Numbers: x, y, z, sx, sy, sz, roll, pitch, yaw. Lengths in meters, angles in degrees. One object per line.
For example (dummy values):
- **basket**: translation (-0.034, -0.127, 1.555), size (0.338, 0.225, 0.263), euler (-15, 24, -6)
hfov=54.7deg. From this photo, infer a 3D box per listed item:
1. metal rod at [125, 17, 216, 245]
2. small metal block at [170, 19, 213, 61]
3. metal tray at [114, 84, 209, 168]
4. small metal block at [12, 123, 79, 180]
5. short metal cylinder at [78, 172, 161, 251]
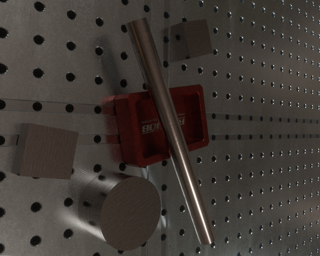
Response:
- **metal rod**: translation (0.019, 0.016, 0.387), size (0.025, 0.025, 0.298), euler (-30, 109, -36)
- **small metal block**: translation (0.047, -0.128, 0.451), size (0.050, 0.025, 0.050), euler (-23, 105, -38)
- **metal tray**: translation (0.008, -0.007, 0.414), size (0.131, 0.030, 0.089), euler (-13, 99, -39)
- **small metal block**: translation (-0.115, 0.024, 0.314), size (0.050, 0.025, 0.050), euler (14, 81, -40)
- **short metal cylinder**: translation (-0.046, 0.093, 0.356), size (0.081, 0.050, 0.079), euler (0, 90, -40)
